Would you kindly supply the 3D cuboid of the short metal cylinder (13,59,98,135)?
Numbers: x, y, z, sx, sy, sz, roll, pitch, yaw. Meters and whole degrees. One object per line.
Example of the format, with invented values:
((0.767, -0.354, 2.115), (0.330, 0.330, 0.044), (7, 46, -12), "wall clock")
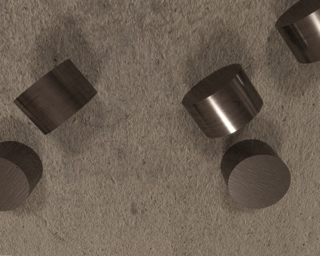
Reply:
((-0.121, -0.037, 0.365), (0.080, 0.080, 0.050), (-35, 107, 12), "short metal cylinder")

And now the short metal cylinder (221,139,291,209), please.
((0.128, 0.062, 0.421), (0.081, 0.050, 0.079), (0, 110, -1), "short metal cylinder")

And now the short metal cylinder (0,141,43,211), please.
((-0.207, 0.064, 0.417), (0.081, 0.050, 0.079), (0, 110, -1), "short metal cylinder")

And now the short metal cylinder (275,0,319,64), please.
((0.177, -0.116, 0.340), (0.080, 0.080, 0.050), (-37, 106, 12), "short metal cylinder")

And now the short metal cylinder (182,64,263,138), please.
((0.074, -0.033, 0.370), (0.080, 0.080, 0.050), (-34, 107, 11), "short metal cylinder")
